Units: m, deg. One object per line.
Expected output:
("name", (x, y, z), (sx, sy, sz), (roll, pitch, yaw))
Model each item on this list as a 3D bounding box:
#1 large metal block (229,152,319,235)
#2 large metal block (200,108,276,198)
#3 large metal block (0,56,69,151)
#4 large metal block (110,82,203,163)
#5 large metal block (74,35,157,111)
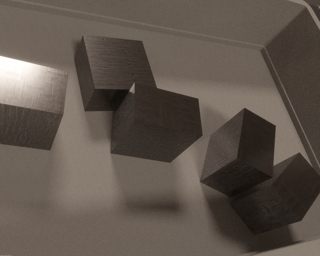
("large metal block", (0.152, 0.086, 0.402), (0.081, 0.080, 0.050), (-31, 80, -38))
("large metal block", (0.102, 0.034, 0.407), (0.050, 0.080, 0.080), (28, 52, -11))
("large metal block", (-0.142, -0.022, 0.308), (0.081, 0.080, 0.050), (11, 57, -23))
("large metal block", (-0.007, -0.002, 0.369), (0.081, 0.080, 0.050), (12, 57, -22))
("large metal block", (-0.059, -0.069, 0.401), (0.081, 0.050, 0.080), (-3, 63, -30))
